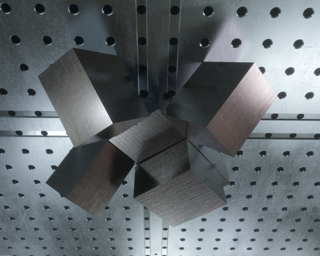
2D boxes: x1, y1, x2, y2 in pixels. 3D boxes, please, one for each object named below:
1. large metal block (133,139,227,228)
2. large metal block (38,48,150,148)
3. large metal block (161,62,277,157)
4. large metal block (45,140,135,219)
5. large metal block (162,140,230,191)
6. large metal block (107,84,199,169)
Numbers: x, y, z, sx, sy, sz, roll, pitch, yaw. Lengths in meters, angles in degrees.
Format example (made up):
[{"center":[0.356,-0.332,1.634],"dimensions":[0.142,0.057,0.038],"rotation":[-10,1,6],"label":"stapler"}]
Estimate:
[{"center":[0.025,0.072,0.389],"dimensions":[0.080,0.050,0.080],"rotation":[-31,125,22],"label":"large metal block"},{"center":[-0.065,-0.032,0.327],"dimensions":[0.050,0.080,0.080],"rotation":[-31,85,23],"label":"large metal block"},{"center":[0.062,-0.024,0.335],"dimensions":[0.050,0.080,0.080],"rotation":[45,77,-30],"label":"large metal block"},{"center":[-0.092,0.060,0.405],"dimensions":[0.050,0.080,0.080],"rotation":[45,159,-30],"label":"large metal block"},{"center":[0.041,0.055,0.441],"dimensions":[0.080,0.050,0.080],"rotation":[-30,123,22],"label":"large metal block"},{"center":[-0.008,0.005,0.399],"dimensions":[0.080,0.050,0.080],"rotation":[-31,124,23],"label":"large metal block"}]
